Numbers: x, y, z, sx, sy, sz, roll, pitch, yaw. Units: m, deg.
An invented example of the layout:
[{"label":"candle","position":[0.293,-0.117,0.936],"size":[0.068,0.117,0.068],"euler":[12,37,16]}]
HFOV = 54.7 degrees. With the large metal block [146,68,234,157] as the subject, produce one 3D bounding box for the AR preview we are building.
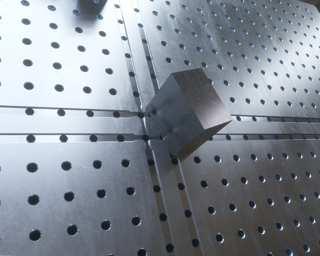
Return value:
[{"label":"large metal block","position":[0.035,-0.019,0.405],"size":[0.050,0.080,0.080],"euler":[-17,71,-35]}]
